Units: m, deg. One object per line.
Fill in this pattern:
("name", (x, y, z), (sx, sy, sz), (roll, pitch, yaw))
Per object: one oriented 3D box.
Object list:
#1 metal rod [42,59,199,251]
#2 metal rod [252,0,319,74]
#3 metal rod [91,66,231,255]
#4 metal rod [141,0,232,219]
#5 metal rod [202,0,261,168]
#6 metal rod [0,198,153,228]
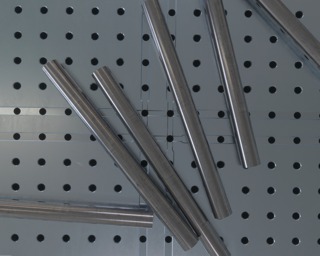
("metal rod", (-0.053, 0.034, 0.407), (0.025, 0.025, 0.300), (-39, 88, 0))
("metal rod", (0.189, -0.119, 0.414), (0.025, 0.025, 0.300), (-43, 90, 0))
("metal rod", (0.002, 0.050, 0.413), (0.025, 0.025, 0.299), (-33, 90, 0))
("metal rod", (0.035, -0.025, 0.413), (0.025, 0.025, 0.299), (-19, 90, 0))
("metal rod", (0.087, -0.095, 0.413), (0.025, 0.025, 0.299), (-13, 90, 0))
("metal rod", (-0.160, 0.109, 0.412), (0.302, 0.025, 0.025), (4, 90, 0))
